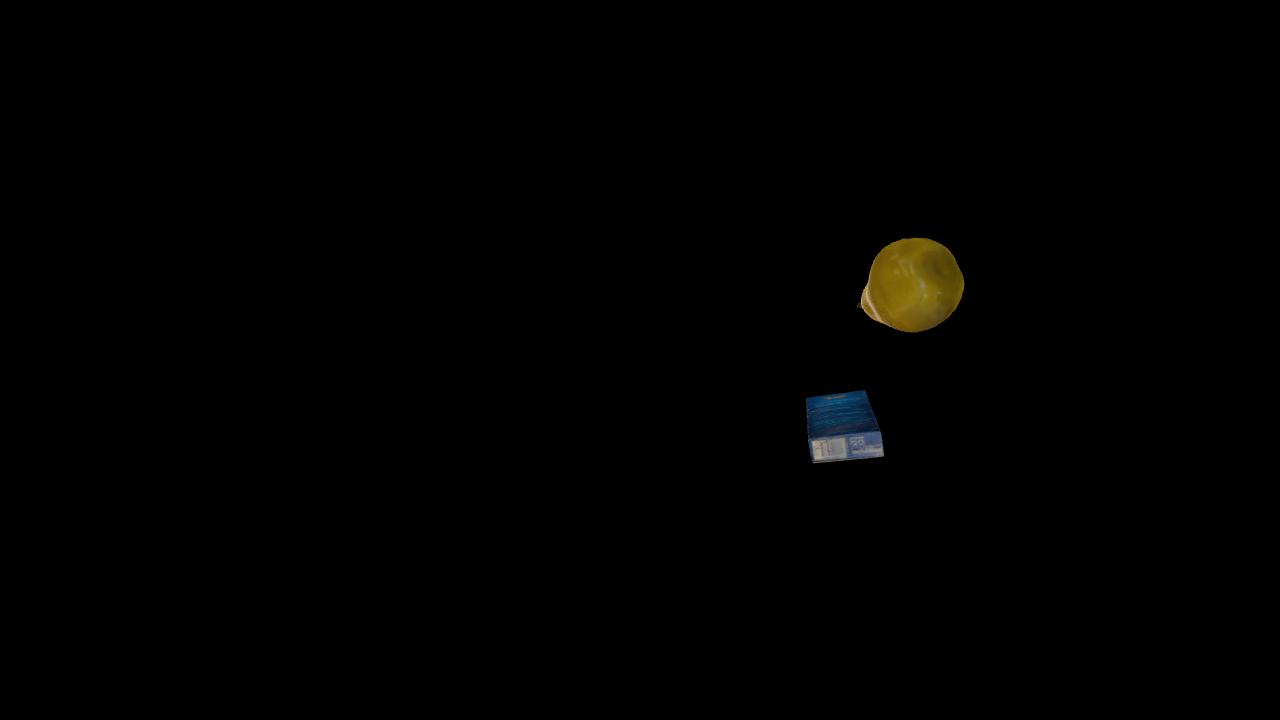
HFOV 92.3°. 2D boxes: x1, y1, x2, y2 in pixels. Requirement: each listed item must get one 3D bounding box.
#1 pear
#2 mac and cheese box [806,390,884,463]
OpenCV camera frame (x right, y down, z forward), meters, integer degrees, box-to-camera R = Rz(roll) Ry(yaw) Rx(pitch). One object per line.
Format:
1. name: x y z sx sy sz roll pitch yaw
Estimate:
1. pear: 0.225 -0.055 0.544 0.080 0.080 0.111 0 -22 -16
2. mac and cheese box: 0.287 0.092 0.879 0.093 0.041 0.184 -10 11 17
